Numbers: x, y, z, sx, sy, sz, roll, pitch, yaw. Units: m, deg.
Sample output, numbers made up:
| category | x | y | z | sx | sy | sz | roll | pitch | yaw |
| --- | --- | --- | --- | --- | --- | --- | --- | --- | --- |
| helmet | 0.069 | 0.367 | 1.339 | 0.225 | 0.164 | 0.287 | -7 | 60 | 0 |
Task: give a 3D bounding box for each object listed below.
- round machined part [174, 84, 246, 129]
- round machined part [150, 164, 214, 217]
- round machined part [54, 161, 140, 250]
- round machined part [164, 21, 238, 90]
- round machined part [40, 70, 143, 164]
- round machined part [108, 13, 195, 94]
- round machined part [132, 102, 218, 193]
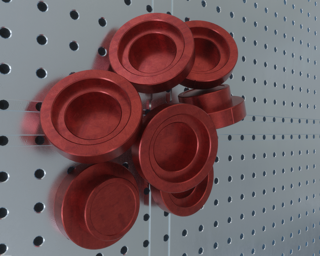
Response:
| category | x | y | z | sx | sy | sz | roll | pitch | yaw |
| --- | --- | --- | --- | --- | --- | --- | --- | --- | --- |
| round machined part | 0.061 | -0.030 | 0.410 | 0.099 | 0.098 | 0.042 | -24 | 108 | -37 |
| round machined part | 0.024 | 0.065 | 0.417 | 0.099 | 0.042 | 0.097 | 0 | 90 | -40 |
| round machined part | -0.062 | 0.086 | 0.346 | 0.099 | 0.042 | 0.097 | 0 | 91 | -40 |
| round machined part | 0.051 | -0.093 | 0.418 | 0.099 | 0.042 | 0.098 | 1 | 66 | -3 |
| round machined part | -0.067 | -0.009 | 0.319 | 0.098 | 0.098 | 0.042 | -57 | 167 | -24 |
| round machined part | -0.007 | -0.083 | 0.367 | 0.042 | 0.098 | 0.098 | 67 | 42 | -66 |
| round machined part | 0.013 | 0.020 | 0.349 | 0.099 | 0.042 | 0.097 | -5 | 101 | -27 |
